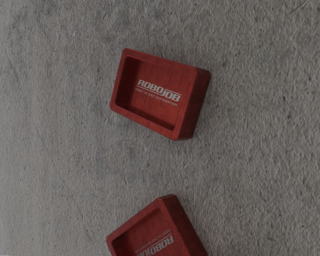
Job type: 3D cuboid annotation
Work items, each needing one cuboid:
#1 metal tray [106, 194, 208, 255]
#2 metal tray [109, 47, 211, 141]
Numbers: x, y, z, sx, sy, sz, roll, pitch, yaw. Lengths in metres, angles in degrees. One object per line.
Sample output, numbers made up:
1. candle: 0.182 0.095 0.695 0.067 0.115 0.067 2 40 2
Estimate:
1. metal tray: -0.010 0.158 0.410 0.129 0.030 0.090 -44 64 31
2. metal tray: -0.006 -0.047 0.406 0.130 0.030 0.089 25 106 37
